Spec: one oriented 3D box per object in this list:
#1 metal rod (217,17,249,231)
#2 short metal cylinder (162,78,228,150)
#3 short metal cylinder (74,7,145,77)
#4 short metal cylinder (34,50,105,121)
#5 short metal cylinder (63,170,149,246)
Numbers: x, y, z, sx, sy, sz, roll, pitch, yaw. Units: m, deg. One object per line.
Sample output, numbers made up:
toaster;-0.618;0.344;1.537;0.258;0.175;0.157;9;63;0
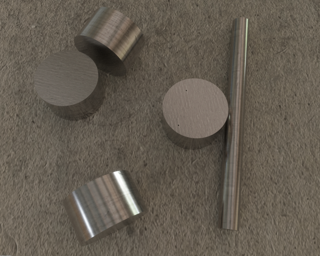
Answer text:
metal rod;0.101;-0.019;0.415;0.025;0.025;0.299;8;70;3
short metal cylinder;0.043;-0.017;0.401;0.081;0.050;0.080;0;70;0
short metal cylinder;-0.068;-0.115;0.420;0.080;0.080;0.050;27;72;9
short metal cylinder;-0.118;-0.056;0.414;0.081;0.050;0.080;0;70;0
short metal cylinder;-0.060;0.089;0.346;0.080;0.080;0.050;-26;72;-9
